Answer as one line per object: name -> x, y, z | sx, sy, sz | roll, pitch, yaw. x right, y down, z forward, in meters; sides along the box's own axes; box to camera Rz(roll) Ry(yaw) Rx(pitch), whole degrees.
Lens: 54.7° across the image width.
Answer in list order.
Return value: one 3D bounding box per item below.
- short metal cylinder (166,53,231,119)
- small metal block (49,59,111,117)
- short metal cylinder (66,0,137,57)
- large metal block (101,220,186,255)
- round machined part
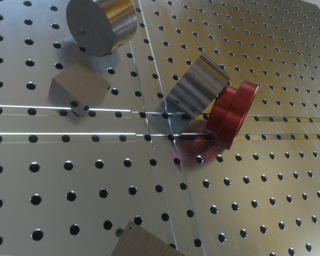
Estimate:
short metal cylinder -> 0.054, -0.058, 0.437 | 0.050, 0.080, 0.080 | 40, 51, -1
small metal block -> -0.099, -0.050, 0.386 | 0.050, 0.025, 0.050 | 41, 51, 0
short metal cylinder -> -0.078, -0.144, 0.418 | 0.080, 0.080, 0.050 | 43, 51, 1
large metal block -> -0.022, 0.148, 0.290 | 0.080, 0.050, 0.080 | 35, 51, -6
round machined part -> 0.097, -0.021, 0.432 | 0.042, 0.097, 0.098 | 25, 50, 15
